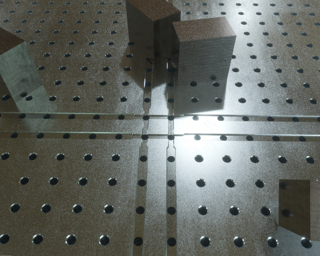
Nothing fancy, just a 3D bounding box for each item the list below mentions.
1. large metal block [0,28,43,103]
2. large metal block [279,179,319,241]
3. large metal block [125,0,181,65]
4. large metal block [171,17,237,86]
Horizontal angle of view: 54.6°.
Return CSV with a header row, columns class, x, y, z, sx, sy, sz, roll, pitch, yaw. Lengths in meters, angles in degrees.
class,x,y,z,sx,sy,sz,roll,pitch,yaw
large metal block,-0.229,-0.095,0.451,0.080,0.080,0.050,30,56,22
large metal block,0.168,0.078,0.298,0.080,0.080,0.050,4,81,3
large metal block,-0.012,-0.166,0.511,0.050,0.080,0.080,-28,56,-21
large metal block,0.062,-0.115,0.469,0.080,0.080,0.050,-8,51,-7
